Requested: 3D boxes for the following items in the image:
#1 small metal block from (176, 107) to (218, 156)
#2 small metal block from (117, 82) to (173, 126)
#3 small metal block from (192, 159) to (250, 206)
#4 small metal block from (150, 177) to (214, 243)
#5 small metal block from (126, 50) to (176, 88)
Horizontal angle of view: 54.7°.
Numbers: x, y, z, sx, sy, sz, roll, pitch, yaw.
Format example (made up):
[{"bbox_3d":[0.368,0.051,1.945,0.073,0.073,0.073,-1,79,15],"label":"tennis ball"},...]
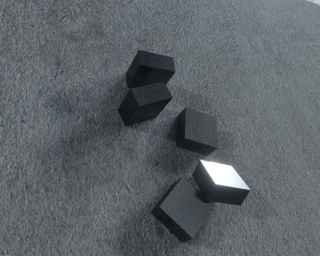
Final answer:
[{"bbox_3d":[0.051,0.005,0.428,0.050,0.025,0.050,17,55,-18],"label":"small metal block"},{"bbox_3d":[-0.020,-0.031,0.396,0.050,0.050,0.025,-18,71,-35],"label":"small metal block"},{"bbox_3d":[0.075,0.068,0.387,0.050,0.025,0.050,14,23,-23],"label":"small metal block"},{"bbox_3d":[0.026,0.094,0.360,0.050,0.025,0.050,43,51,2],"label":"small metal block"},{"bbox_3d":[-0.014,-0.077,0.427,0.050,0.050,0.025,7,59,-25],"label":"small metal block"}]
